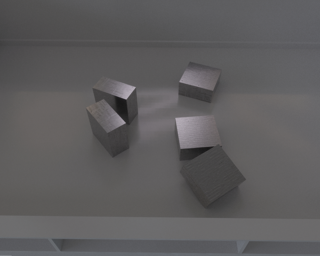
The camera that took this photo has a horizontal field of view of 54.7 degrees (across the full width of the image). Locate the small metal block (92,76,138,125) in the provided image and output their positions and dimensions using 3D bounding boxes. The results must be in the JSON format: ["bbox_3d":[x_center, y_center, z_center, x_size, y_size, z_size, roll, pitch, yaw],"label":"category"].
[{"bbox_3d":[-0.059,-0.036,0.419,0.050,0.050,0.025,20,53,16],"label":"small metal block"}]

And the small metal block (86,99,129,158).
[{"bbox_3d":[-0.065,0.001,0.388,0.025,0.050,0.050,-31,57,-23],"label":"small metal block"}]

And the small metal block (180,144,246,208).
[{"bbox_3d":[0.059,0.054,0.352,0.050,0.025,0.050,-27,69,-21],"label":"small metal block"}]

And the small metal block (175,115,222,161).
[{"bbox_3d":[0.047,0.012,0.395,0.050,0.025,0.050,-4,50,-4],"label":"small metal block"}]

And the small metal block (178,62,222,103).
[{"bbox_3d":[0.060,-0.069,0.463,0.050,0.025,0.050,17,52,13],"label":"small metal block"}]
